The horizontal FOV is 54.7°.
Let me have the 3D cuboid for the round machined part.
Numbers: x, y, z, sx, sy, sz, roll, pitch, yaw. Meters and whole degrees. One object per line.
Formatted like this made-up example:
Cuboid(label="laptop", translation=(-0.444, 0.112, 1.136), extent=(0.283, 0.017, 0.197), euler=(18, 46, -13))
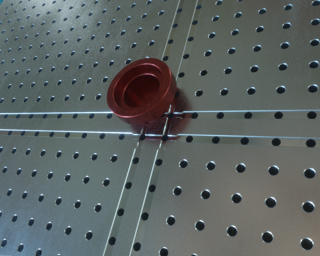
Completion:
Cuboid(label="round machined part", translation=(-0.022, -0.047, 0.436), extent=(0.098, 0.042, 0.098), euler=(-13, 56, 20))
